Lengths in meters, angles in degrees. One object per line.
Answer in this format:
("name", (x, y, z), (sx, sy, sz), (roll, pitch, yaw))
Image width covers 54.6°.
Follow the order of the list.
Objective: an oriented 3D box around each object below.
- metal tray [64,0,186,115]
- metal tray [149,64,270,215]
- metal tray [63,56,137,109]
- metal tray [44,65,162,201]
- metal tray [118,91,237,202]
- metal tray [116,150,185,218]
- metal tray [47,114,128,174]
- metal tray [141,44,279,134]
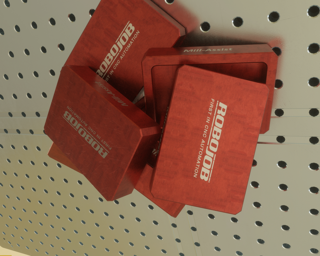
("metal tray", (-0.045, -0.085, 0.355), (0.090, 0.030, 0.129), (39, 115, -1))
("metal tray", (0.047, 0.012, 0.309), (0.090, 0.030, 0.129), (13, 90, -4))
("metal tray", (-0.089, -0.037, 0.432), (0.090, 0.030, 0.129), (33, 129, 6))
("metal tray", (-0.068, 0.002, 0.331), (0.130, 0.030, 0.089), (39, 118, 27))
("metal tray", (0.025, 0.013, 0.365), (0.130, 0.090, 0.030), (38, 130, 3))
("metal tray", (-0.010, 0.063, 0.396), (0.090, 0.130, 0.030), (36, 87, 3))
("metal tray", (-0.105, 0.026, 0.451), (0.090, 0.030, 0.129), (31, 142, -12))
("metal tray", (0.050, -0.039, 0.329), (0.131, 0.030, 0.089), (-1, 120, 6))
